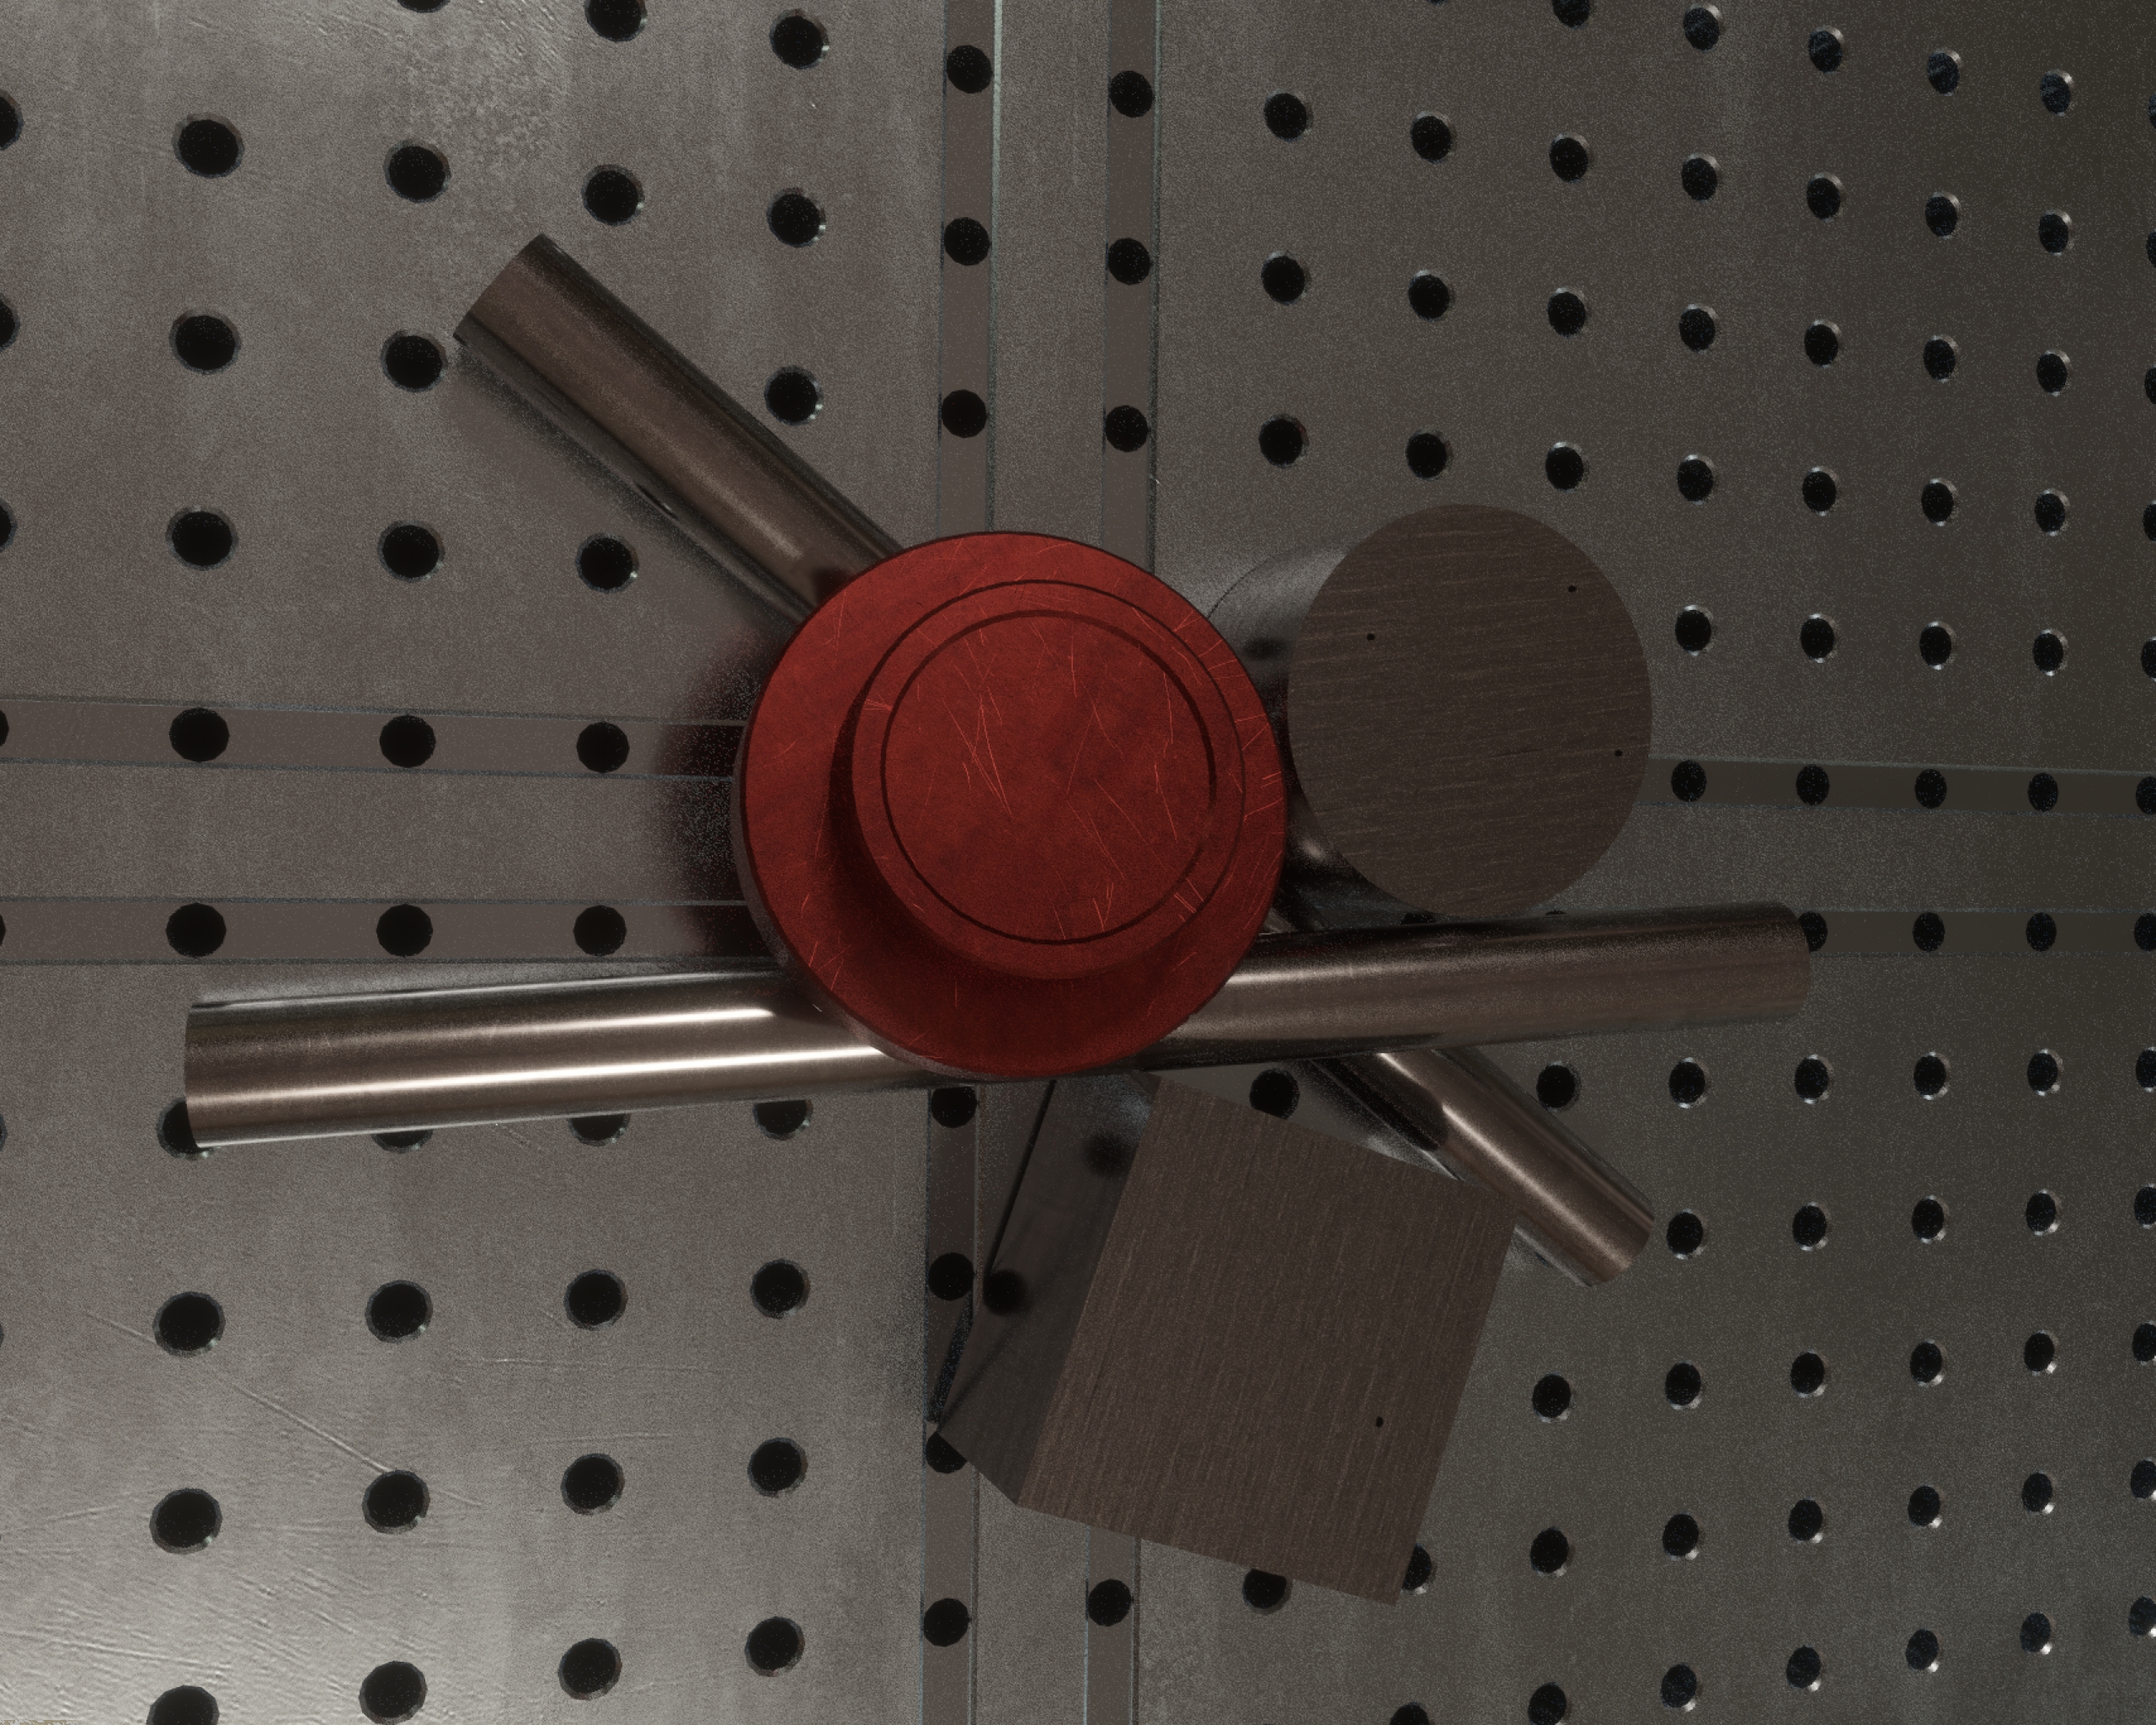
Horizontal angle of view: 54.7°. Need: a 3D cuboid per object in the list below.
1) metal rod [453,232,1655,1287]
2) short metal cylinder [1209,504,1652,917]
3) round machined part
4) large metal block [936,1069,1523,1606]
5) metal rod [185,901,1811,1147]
[{"bbox_3d":[0.006,-0.011,0.416,0.300,0.025,0.025,40,77,-16],"label":"metal rod"},{"bbox_3d":[0.068,-0.029,0.425,0.081,0.050,0.079,0,90,-21],"label":"short metal cylinder"},{"bbox_3d":[-0.009,-0.011,0.365,0.099,0.042,0.097,2,81,-14],"label":"round machined part"},{"bbox_3d":[0.029,0.089,0.409,0.080,0.050,0.080,21,83,-19],"label":"large metal block"},{"bbox_3d":[-0.004,0.028,0.392,0.302,0.025,0.025,-3,91,-13],"label":"metal rod"}]
